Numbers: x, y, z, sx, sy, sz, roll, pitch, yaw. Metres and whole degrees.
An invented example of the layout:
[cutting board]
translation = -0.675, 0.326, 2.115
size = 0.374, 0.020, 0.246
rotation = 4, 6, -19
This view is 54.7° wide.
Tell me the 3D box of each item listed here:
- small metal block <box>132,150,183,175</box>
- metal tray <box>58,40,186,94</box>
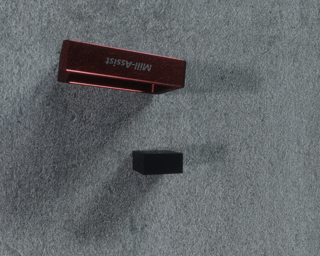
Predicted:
[small metal block]
translation = -0.004, 0.043, 0.395
size = 0.050, 0.050, 0.025
rotation = 1, 90, -20
[metal tray]
translation = -0.047, -0.065, 0.357
size = 0.131, 0.090, 0.030
rotation = 5, 89, -20
